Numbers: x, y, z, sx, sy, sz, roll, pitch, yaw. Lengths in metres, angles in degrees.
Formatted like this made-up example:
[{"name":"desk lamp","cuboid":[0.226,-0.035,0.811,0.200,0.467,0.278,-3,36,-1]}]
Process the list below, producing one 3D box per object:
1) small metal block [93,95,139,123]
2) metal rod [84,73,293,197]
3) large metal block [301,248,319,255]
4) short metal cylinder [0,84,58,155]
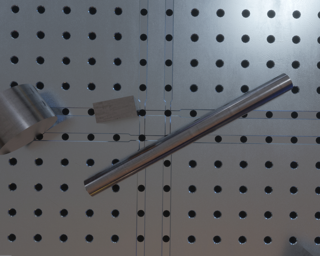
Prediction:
[{"name":"small metal block","cuboid":[-0.055,-0.023,0.400,0.050,0.050,0.025,-11,90,0]},{"name":"metal rod","cuboid":[0.038,0.009,0.413,0.301,0.025,0.025,-28,90,-1]},{"name":"large metal block","cuboid":[0.224,0.217,0.404,0.080,0.050,0.080,19,90,-1]},{"name":"short metal cylinder","cuboid":[-0.177,-0.011,0.384,0.080,0.080,0.050,-37,90,0]}]
